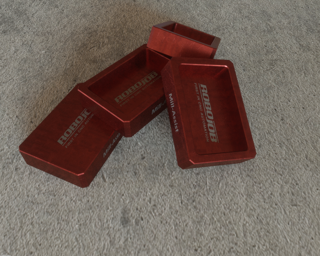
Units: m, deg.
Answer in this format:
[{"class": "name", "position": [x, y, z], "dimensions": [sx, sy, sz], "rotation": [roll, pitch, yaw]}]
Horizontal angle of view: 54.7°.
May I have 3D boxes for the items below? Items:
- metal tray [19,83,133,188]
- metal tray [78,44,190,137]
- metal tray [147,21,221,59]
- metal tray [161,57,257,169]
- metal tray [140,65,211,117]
[{"class": "metal tray", "position": [-0.099, 0.003, 0.397], "dimensions": [0.090, 0.030, 0.130], "rotation": [19, 52, 15]}, {"class": "metal tray", "position": [-0.028, -0.055, 0.408], "dimensions": [0.090, 0.030, 0.131], "rotation": [34, 57, 25]}, {"class": "metal tray", "position": [0.041, -0.129, 0.466], "dimensions": [0.090, 0.030, 0.130], "rotation": [21, 25, 4]}, {"class": "metal tray", "position": [0.057, -0.020, 0.375], "dimensions": [0.091, 0.030, 0.129], "rotation": [-3, 72, -24]}, {"class": "metal tray", "position": [0.033, -0.070, 0.460], "dimensions": [0.130, 0.030, 0.090], "rotation": [21, 53, 16]}]
